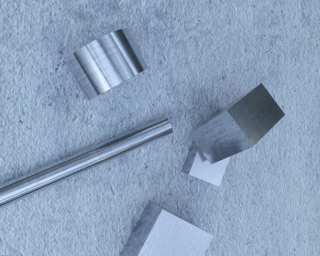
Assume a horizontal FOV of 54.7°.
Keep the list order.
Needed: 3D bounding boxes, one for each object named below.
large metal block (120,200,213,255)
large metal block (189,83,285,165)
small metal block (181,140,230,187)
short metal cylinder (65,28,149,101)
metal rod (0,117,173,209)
[{"bbox_3d":[0.008,0.151,0.399,0.080,0.050,0.080,32,80,-17],"label":"large metal block"},{"bbox_3d":[0.098,-0.004,0.400,0.081,0.080,0.050,-35,88,-35],"label":"large metal block"},{"bbox_3d":[0.065,0.048,0.433,0.050,0.025,0.050,24,82,-19],"label":"small metal block"},{"bbox_3d":[-0.060,-0.072,0.358,0.080,0.080,0.050,-32,101,-17],"label":"short metal cylinder"},{"bbox_3d":[-0.121,0.052,0.364,0.302,0.025,0.025,-23,98,-19],"label":"metal rod"}]
